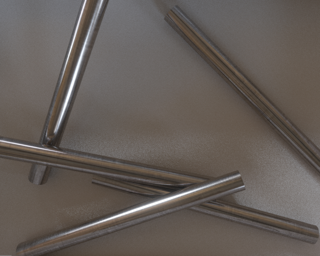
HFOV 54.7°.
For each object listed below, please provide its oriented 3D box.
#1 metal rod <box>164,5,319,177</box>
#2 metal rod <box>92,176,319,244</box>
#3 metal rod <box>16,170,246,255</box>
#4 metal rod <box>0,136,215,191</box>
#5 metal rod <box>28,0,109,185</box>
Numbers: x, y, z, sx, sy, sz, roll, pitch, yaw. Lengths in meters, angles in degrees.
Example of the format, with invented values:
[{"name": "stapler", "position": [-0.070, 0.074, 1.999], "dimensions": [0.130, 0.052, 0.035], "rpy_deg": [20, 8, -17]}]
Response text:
[{"name": "metal rod", "position": [0.120, -0.047, 0.412], "dimensions": [0.025, 0.025, 0.300], "rpy_deg": [-45, 90, 0]}, {"name": "metal rod", "position": [0.059, 0.102, 0.411], "dimensions": [0.302, 0.025, 0.025], "rpy_deg": [15, 90, 0]}, {"name": "metal rod", "position": [-0.042, 0.114, 0.392], "dimensions": [0.301, 0.025, 0.025], "rpy_deg": [-20, 90, 7]}, {"name": "metal rod", "position": [-0.067, 0.047, 0.381], "dimensions": [0.302, 0.025, 0.025], "rpy_deg": [12, 90, -12]}, {"name": "metal rod", "position": [-0.102, -0.056, 0.353], "dimensions": [0.025, 0.025, 0.298], "rpy_deg": [26, 113, 0]}]
